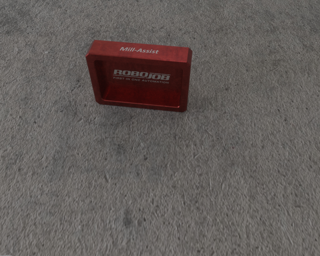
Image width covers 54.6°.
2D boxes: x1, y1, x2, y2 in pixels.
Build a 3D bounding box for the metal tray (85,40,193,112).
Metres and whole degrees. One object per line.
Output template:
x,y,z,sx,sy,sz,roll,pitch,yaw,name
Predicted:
-0.026,-0.067,0.417,0.131,0.090,0.030,6,51,5,metal tray
